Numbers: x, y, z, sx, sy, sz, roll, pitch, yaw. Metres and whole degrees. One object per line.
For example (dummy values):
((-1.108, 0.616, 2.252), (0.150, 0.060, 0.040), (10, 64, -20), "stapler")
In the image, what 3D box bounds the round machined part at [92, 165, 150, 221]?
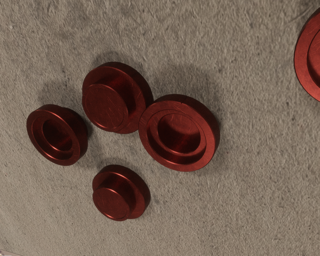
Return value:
((-0.069, 0.111, 0.498), (0.098, 0.042, 0.097), (13, 124, 20), "round machined part")

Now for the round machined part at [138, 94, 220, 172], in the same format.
((0.026, 0.002, 0.382), (0.098, 0.042, 0.097), (13, 124, 20), "round machined part")

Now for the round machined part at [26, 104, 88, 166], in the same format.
((-0.152, 0.007, 0.478), (0.098, 0.042, 0.097), (13, 124, 20), "round machined part")

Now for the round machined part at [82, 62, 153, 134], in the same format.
((-0.062, -0.033, 0.406), (0.098, 0.042, 0.097), (13, 124, 20), "round machined part")

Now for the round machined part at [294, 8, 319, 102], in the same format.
((0.169, -0.068, 0.265), (0.098, 0.042, 0.097), (13, 124, 20), "round machined part")
